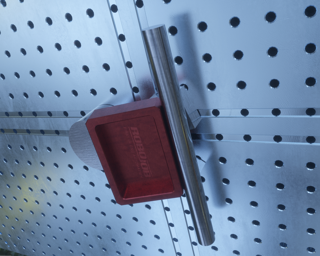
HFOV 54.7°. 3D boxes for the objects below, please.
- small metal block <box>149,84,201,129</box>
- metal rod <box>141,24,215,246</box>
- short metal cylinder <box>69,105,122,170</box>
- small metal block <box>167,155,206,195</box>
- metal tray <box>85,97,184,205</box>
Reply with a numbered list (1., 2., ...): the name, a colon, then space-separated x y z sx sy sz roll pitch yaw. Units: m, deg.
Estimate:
1. small metal block: 0.016 -0.021 0.389 0.050 0.025 0.050 -16 110 34
2. metal rod: 0.029 0.027 0.379 0.025 0.025 0.298 -1 118 28
3. short metal cylinder: -0.082 0.013 0.443 0.080 0.050 0.079 13 124 20
4. small metal block: 0.027 0.057 0.430 0.050 0.025 0.050 34 129 5
5. metal tray: -0.027 0.033 0.390 0.090 0.030 0.129 -11 115 11
